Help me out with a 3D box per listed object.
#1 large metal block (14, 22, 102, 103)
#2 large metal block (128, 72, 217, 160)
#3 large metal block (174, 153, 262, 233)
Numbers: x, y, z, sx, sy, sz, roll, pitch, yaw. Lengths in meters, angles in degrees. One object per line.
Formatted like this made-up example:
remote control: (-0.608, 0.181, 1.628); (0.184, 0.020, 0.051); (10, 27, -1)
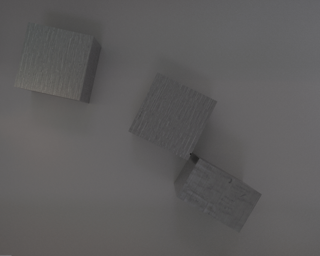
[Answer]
large metal block: (-0.128, -0.080, 0.398); (0.080, 0.050, 0.080); (12, 90, 0)
large metal block: (0.016, -0.014, 0.399); (0.080, 0.050, 0.080); (26, 90, 0)
large metal block: (0.066, 0.075, 0.384); (0.080, 0.080, 0.050); (30, 90, 0)
